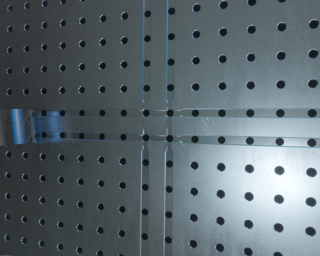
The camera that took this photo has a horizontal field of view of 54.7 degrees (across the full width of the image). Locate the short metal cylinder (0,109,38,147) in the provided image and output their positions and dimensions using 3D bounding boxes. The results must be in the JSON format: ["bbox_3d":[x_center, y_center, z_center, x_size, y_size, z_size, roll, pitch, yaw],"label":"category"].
[{"bbox_3d":[-0.229,0.002,0.464,0.080,0.080,0.050,-8,88,20],"label":"short metal cylinder"}]
